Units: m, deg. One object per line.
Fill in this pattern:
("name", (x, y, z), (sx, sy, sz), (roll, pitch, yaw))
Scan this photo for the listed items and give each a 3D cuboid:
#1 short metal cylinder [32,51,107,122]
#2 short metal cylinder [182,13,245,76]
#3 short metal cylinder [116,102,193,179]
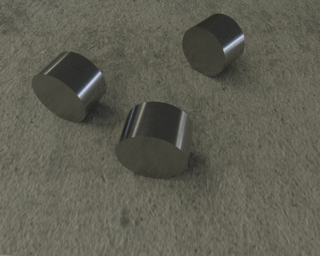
("short metal cylinder", (-0.119, -0.054, 0.411), (0.080, 0.080, 0.050), (20, 53, 15))
("short metal cylinder", (0.081, -0.127, 0.475), (0.080, 0.080, 0.050), (36, 59, 26))
("short metal cylinder", (-0.005, 0.016, 0.354), (0.080, 0.080, 0.050), (8, 51, 6))
